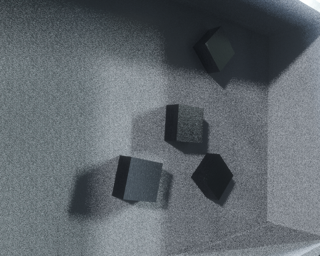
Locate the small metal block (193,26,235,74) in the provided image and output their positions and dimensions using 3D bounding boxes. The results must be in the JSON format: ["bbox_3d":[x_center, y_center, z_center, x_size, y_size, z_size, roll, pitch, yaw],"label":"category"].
[{"bbox_3d":[0.084,-0.121,0.480,0.050,0.025,0.050,-50,120,-28],"label":"small metal block"}]

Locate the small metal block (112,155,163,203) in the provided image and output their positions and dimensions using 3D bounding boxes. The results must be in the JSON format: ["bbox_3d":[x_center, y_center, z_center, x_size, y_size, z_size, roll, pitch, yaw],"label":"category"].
[{"bbox_3d":[-0.027,0.064,0.386,0.050,0.025,0.050,17,79,-39],"label":"small metal block"}]

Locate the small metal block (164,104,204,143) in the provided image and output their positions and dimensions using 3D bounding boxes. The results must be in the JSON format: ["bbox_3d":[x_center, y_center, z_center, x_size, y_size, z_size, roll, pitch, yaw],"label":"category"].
[{"bbox_3d":[0.035,-0.005,0.438,0.050,0.025,0.050,6,87,-40],"label":"small metal block"}]

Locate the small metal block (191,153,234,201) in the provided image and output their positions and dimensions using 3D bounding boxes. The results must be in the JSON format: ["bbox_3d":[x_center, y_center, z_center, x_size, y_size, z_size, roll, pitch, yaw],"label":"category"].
[{"bbox_3d":[0.081,0.075,0.478,0.050,0.025,0.050,-52,121,-28],"label":"small metal block"}]
